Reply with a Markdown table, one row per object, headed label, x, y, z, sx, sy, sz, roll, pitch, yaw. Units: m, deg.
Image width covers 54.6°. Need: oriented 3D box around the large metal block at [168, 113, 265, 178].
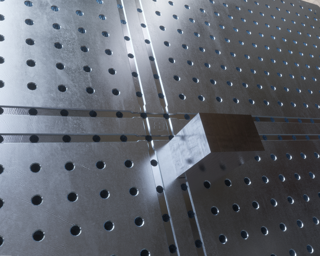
| label | x | y | z | sx | sy | sz | roll | pitch | yaw |
| --- | --- | --- | --- | --- | --- | --- | --- | --- | --- |
| large metal block | 0.069 | 0.023 | 0.395 | 0.081 | 0.080 | 0.050 | 1 | 62 | -28 |
